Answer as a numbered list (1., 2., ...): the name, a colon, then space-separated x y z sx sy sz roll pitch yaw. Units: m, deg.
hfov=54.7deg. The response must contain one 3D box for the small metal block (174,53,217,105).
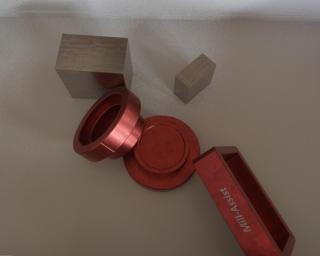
1. small metal block: 0.046 -0.066 0.421 0.050 0.050 0.025 -42 76 -14

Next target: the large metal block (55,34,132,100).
1. large metal block: -0.081 -0.076 0.407 0.081 0.080 0.050 4 70 1

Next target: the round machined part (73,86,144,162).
1. round machined part: -0.058 0.000 0.381 0.042 0.098 0.098 40 69 -31

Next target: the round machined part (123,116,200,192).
1. round machined part: 0.002 0.029 0.390 0.099 0.042 0.098 0 70 -1

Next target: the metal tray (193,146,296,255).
1. metal tray: 0.096 0.083 0.345 0.030 0.090 0.130 -37 71 22
